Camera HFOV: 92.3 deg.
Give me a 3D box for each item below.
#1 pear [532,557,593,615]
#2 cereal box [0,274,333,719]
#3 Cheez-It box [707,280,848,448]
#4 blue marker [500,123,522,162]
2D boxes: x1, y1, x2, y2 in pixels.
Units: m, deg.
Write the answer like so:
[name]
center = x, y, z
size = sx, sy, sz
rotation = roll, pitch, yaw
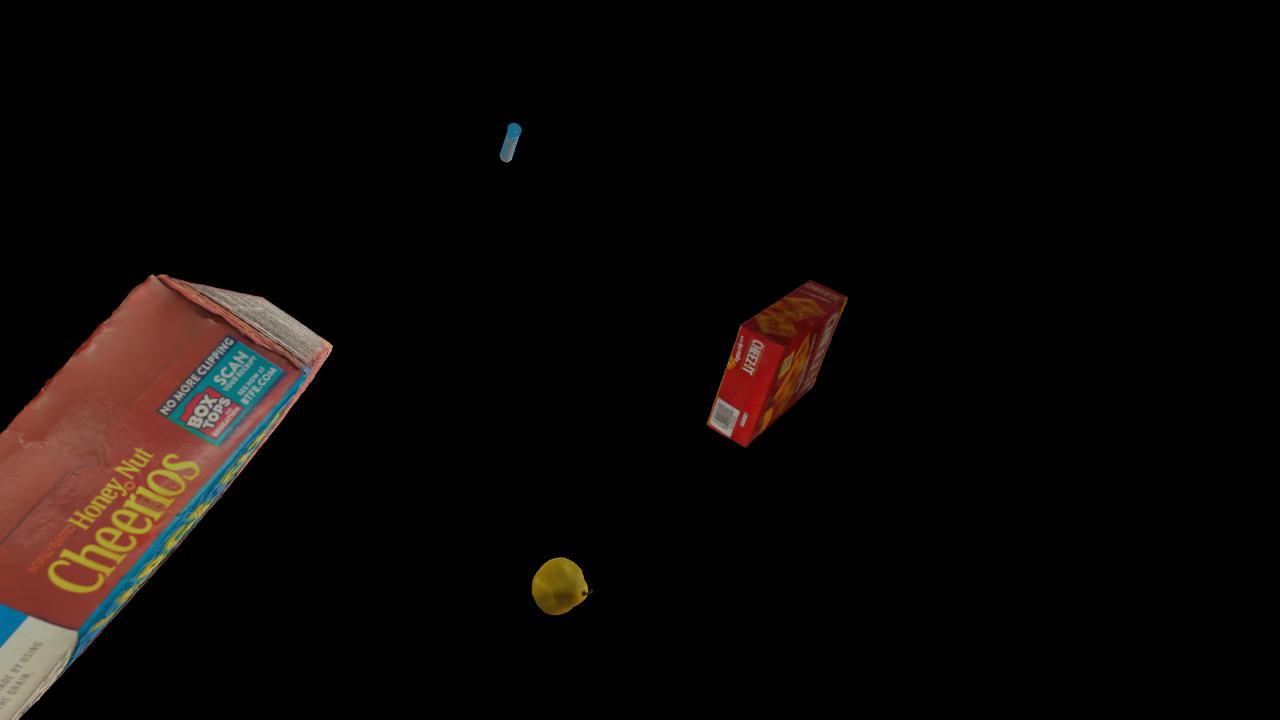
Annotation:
[pear]
center = -0.105, 0.333, 0.885
size = 0.080, 0.080, 0.111
rotation = 0, 3, -36
[cereal box]
center = -0.283, 0.056, 0.366
size = 0.081, 0.203, 0.306
rotation = 40, -13, -22
[Cheez-It box]
center = 0.194, 0.000, 0.850
size = 0.071, 0.166, 0.223
rotation = 30, 36, 25
[blue marker]
center = -0.184, -0.307, 0.870
size = 0.020, 0.020, 0.121
rotation = 0, 0, -18
